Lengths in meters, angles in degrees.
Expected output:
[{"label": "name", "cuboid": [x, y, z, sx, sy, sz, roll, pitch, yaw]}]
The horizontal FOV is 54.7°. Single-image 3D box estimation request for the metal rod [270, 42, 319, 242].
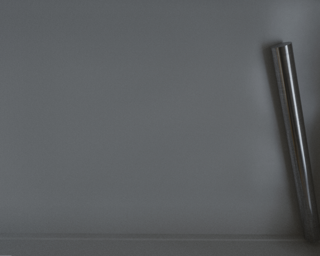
[{"label": "metal rod", "cuboid": [0.191, 0.033, 0.426, 0.025, 0.025, 0.298, -16, 110, 5]}]
